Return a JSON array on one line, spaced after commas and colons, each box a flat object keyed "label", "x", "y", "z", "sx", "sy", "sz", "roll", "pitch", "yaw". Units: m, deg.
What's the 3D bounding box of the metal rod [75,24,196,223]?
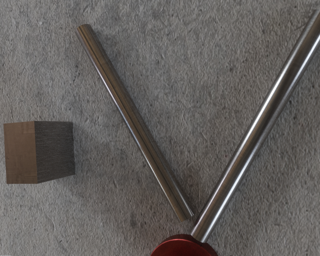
[{"label": "metal rod", "x": -0.038, "y": -0.014, "z": 0.421, "sx": 0.025, "sy": 0.025, "sz": 0.299, "roll": -33, "pitch": 80, "yaw": 17}]

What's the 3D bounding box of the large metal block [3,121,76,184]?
[{"label": "large metal block", "x": -0.167, "y": 0.032, "z": 0.437, "sx": 0.050, "sy": 0.080, "sz": 0.079, "roll": -4, "pitch": 89, "yaw": 20}]

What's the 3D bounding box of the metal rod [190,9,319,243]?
[{"label": "metal rod", "x": 0.116, "y": 0.005, "z": 0.367, "sx": 0.025, "sy": 0.025, "sz": 0.298, "roll": 30, "pitch": 99, "yaw": 17}]

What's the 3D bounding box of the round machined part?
[{"label": "round machined part", "x": 0.028, "y": 0.189, "z": 0.389, "sx": 0.098, "sy": 0.042, "sz": 0.097, "roll": 0, "pitch": 90, "yaw": 19}]
